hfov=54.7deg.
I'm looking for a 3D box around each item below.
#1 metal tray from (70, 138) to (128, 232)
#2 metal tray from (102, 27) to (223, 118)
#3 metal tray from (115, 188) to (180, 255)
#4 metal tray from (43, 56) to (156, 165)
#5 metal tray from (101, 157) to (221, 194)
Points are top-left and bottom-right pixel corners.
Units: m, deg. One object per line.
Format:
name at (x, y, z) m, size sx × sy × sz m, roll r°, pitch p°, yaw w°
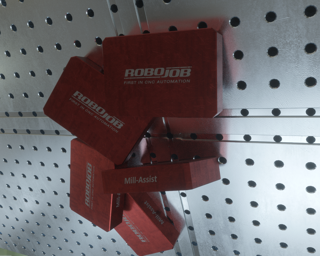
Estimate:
metal tray at (-0.098, 0.085, 0.482) m, size 0.090 × 0.030 × 0.129 m, roll 20°, pitch 114°, yaw 29°
metal tray at (0.002, -0.058, 0.345) m, size 0.130 × 0.030 × 0.089 m, roll 2°, pitch 100°, yaw 22°
metal tray at (-0.040, 0.154, 0.522) m, size 0.090 × 0.030 × 0.130 m, roll -31°, pitch 102°, yaw 37°
metal tray at (-0.078, -0.023, 0.410) m, size 0.130 × 0.030 × 0.090 m, roll 34°, pitch 104°, yaw 5°
metal tray at (0.001, 0.061, 0.403) m, size 0.130 × 0.091 × 0.030 m, roll -10°, pitch 84°, yaw 32°
